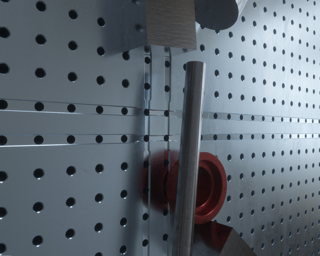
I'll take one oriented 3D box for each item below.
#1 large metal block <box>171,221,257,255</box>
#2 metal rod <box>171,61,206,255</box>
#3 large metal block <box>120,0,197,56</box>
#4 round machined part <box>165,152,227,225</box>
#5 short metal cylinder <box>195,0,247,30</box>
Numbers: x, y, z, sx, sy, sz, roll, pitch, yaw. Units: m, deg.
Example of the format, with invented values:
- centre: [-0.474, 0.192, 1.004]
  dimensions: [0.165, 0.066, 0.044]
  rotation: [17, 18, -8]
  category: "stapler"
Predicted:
- centre: [0.078, 0.174, 0.439]
  dimensions: [0.080, 0.080, 0.050]
  rotation: [51, 60, -28]
  category: "large metal block"
- centre: [0.034, 0.066, 0.383]
  dimensions: [0.025, 0.025, 0.298]
  rotation: [9, 83, -40]
  category: "metal rod"
- centre: [-0.002, -0.137, 0.391]
  dimensions: [0.081, 0.050, 0.079]
  rotation: [-6, 94, -40]
  category: "large metal block"
- centre: [0.046, 0.082, 0.436]
  dimensions: [0.099, 0.042, 0.097]
  rotation: [1, 89, -39]
  category: "round machined part"
- centre: [0.083, -0.188, 0.442]
  dimensions: [0.080, 0.080, 0.050]
  rotation: [43, 64, -32]
  category: "short metal cylinder"
